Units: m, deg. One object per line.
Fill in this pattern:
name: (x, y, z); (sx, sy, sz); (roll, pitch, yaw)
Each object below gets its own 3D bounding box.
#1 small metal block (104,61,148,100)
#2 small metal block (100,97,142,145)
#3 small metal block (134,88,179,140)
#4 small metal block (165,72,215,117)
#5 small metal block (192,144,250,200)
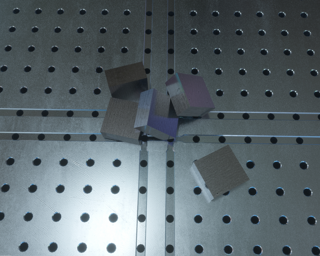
small metal block: (-0.044, -0.061, 0.421); (0.050, 0.050, 0.025); (-15, 71, -5)
small metal block: (-0.047, -0.009, 0.415); (0.050, 0.025, 0.050); (12, 70, 4)
small metal block: (-0.002, -0.017, 0.403); (0.050, 0.025, 0.050); (26, 65, -38)
small metal block: (0.040, -0.044, 0.414); (0.050, 0.025, 0.050); (0, 64, -43)
small metal block: (0.075, 0.057, 0.392); (0.050, 0.025, 0.050); (-25, 72, -9)
